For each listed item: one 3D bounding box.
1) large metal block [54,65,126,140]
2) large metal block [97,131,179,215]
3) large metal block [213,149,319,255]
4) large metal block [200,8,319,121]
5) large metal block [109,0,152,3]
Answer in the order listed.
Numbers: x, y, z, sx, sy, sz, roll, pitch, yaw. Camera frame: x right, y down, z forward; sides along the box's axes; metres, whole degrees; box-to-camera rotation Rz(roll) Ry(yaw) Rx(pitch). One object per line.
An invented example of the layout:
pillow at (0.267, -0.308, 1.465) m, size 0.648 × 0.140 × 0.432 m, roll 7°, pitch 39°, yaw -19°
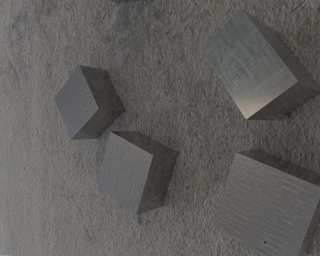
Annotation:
large metal block at (-0.111, -0.037, 0.480) m, size 0.080 × 0.050 × 0.080 m, roll -41°, pitch 65°, yaw 32°
large metal block at (-0.031, 0.055, 0.415) m, size 0.080 × 0.050 × 0.079 m, roll 25°, pitch 106°, yaw 37°
large metal block at (0.108, 0.073, 0.299) m, size 0.080 × 0.050 × 0.079 m, roll 23°, pitch 105°, yaw 37°
large metal block at (0.096, -0.054, 0.290) m, size 0.050 × 0.081 × 0.080 m, roll -42°, pitch 65°, yaw 32°
large metal block at (-0.060, -0.209, 0.419) m, size 0.080 × 0.081 × 0.050 m, roll 15°, pitch 99°, yaw 39°
